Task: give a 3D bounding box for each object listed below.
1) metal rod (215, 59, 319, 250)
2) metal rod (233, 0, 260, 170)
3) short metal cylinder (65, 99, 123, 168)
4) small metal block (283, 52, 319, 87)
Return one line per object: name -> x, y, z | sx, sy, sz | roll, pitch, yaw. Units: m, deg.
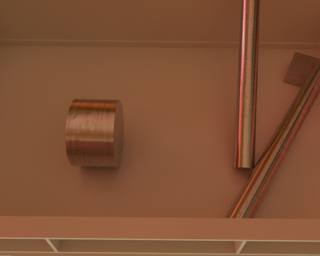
metal rod -> 0.152, 0.012, 0.380 | 0.025, 0.025, 0.301 | 28, 60, 21
metal rod -> 0.116, -0.095, 0.406 | 0.025, 0.025, 0.299 | 5, 75, 4
short metal cylinder -> -0.073, 0.006, 0.363 | 0.050, 0.080, 0.080 | 1, 50, 1
small metal block -> 0.226, -0.088, 0.482 | 0.050, 0.025, 0.050 | 22, 53, 17
